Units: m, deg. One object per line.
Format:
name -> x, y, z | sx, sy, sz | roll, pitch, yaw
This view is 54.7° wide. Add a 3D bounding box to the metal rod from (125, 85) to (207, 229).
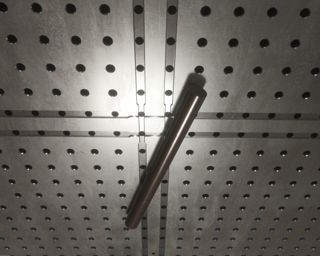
metal rod -> -0.003, 0.063, 0.465 | 0.025, 0.025, 0.298 | 14, 129, -12
